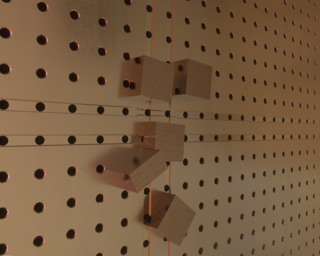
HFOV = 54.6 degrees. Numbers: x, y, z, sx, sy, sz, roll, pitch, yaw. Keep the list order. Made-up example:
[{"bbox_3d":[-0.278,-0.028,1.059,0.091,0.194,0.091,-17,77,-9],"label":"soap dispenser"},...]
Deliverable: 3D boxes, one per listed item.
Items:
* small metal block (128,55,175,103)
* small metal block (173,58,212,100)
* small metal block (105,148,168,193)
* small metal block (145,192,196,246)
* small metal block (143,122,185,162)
[{"bbox_3d":[-0.010,-0.061,0.400,0.050,0.025,0.050,10,84,-40],"label":"small metal block"},{"bbox_3d":[0.048,-0.068,0.448,0.050,0.025,0.050,8,85,-40],"label":"small metal block"},{"bbox_3d":[-0.028,0.049,0.369,0.050,0.050,0.025,-36,112,-34],"label":"small metal block"},{"bbox_3d":[0.016,0.123,0.422,0.050,0.025,0.050,46,63,-30],"label":"small metal block"},{"bbox_3d":[0.005,0.019,0.413,0.050,0.025,0.050,6,86,-40],"label":"small metal block"}]
